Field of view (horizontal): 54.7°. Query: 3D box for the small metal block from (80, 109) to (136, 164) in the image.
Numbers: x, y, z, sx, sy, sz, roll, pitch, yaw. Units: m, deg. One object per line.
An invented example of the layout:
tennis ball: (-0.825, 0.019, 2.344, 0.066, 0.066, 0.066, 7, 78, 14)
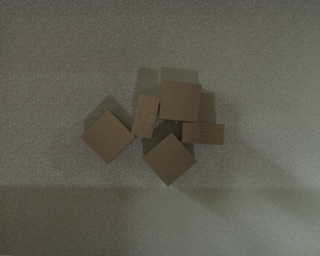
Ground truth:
small metal block: (-0.067, 0.011, 0.409, 0.050, 0.025, 0.050, -45, 91, 0)

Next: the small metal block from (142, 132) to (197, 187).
small metal block: (0.013, 0.041, 0.409, 0.050, 0.025, 0.050, -41, 91, 0)

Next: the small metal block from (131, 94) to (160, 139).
small metal block: (-0.018, -0.014, 0.396, 0.025, 0.050, 0.050, 13, 90, 0)

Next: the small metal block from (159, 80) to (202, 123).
small metal block: (0.026, -0.034, 0.410, 0.050, 0.025, 0.050, 6, 90, -1)

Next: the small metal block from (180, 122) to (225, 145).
small metal block: (0.052, 0.007, 0.397, 0.050, 0.050, 0.025, 3, 90, -1)
